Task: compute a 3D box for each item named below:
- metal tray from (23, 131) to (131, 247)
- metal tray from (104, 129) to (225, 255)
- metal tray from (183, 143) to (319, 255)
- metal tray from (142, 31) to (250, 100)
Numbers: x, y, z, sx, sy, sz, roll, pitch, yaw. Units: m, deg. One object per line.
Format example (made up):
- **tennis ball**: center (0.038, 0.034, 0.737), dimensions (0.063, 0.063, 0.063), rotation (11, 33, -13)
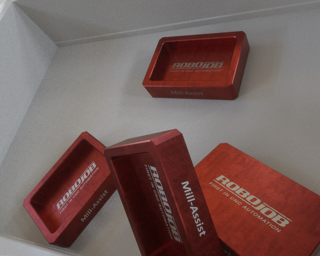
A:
- **metal tray**: center (-0.112, 0.078, 0.413), dimensions (0.090, 0.030, 0.130), rotation (33, 80, 38)
- **metal tray**: center (0.001, 0.071, 0.286), dimensions (0.030, 0.129, 0.090), rotation (-23, 6, -37)
- **metal tray**: center (0.083, 0.077, 0.294), dimensions (0.090, 0.030, 0.130), rotation (-39, 48, -23)
- **metal tray**: center (0.049, -0.086, 0.429), dimensions (0.130, 0.030, 0.090), rotation (5, 64, 30)
